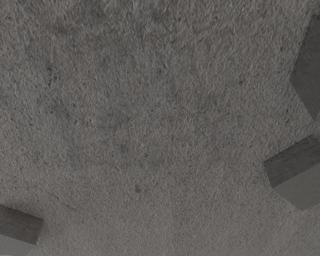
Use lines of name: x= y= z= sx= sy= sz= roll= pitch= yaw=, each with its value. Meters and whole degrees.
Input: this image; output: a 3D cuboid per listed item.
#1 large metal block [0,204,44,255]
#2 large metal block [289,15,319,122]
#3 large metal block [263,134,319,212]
large metal block: x=-0.267 y=0.189 z=0.549 sx=0.080 sy=0.050 sz=0.080 roll=30 pitch=124 yaw=-23
large metal block: x=0.183 y=-0.062 z=0.320 sx=0.050 sy=0.080 sz=0.079 roll=1 pitch=130 yaw=-1
large metal block: x=0.213 y=0.067 z=0.450 sx=0.080 sy=0.050 sz=0.080 roll=36 pitch=121 yaw=-27
